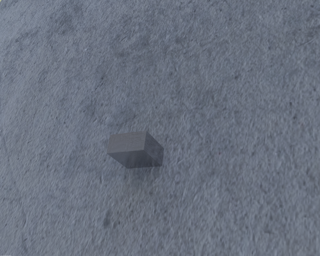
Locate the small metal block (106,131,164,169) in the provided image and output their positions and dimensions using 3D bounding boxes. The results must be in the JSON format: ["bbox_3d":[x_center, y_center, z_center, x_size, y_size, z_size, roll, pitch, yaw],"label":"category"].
[{"bbox_3d":[-0.029,0.028,0.385,0.050,0.050,0.025,-7,59,24],"label":"small metal block"}]
